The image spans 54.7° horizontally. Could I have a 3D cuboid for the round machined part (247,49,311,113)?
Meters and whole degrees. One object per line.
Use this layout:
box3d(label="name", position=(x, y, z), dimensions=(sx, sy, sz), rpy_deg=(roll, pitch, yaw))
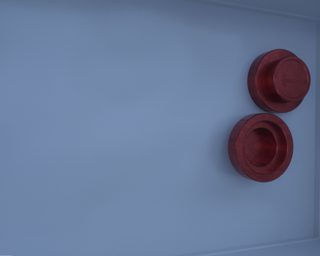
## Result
box3d(label="round machined part", position=(0.187, -0.071, 0.470), dimensions=(0.099, 0.042, 0.097), rpy_deg=(0, 90, -20))

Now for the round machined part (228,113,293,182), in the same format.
box3d(label="round machined part", position=(0.141, 0.027, 0.453), dimensions=(0.099, 0.042, 0.097), rpy_deg=(0, 90, -20))
